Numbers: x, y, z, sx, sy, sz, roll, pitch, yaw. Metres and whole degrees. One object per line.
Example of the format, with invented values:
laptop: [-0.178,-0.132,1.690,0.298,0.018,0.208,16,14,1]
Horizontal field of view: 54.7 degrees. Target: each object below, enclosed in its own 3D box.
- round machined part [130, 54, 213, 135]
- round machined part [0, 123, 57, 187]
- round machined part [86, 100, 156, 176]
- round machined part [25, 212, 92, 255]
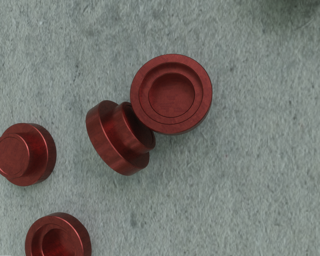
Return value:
round machined part: [0.015,-0.039,0.386,0.099,0.042,0.097,-1,81,8]
round machined part: [-0.212,0.041,0.473,0.098,0.042,0.097,0,90,19]
round machined part: [-0.042,0.006,0.384,0.042,0.098,0.098,-32,80,18]
round machined part: [-0.141,0.171,0.448,0.098,0.042,0.097,0,90,19]
